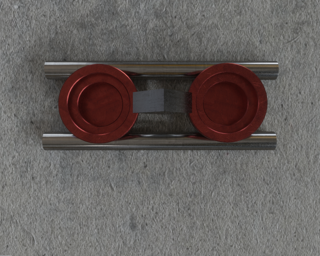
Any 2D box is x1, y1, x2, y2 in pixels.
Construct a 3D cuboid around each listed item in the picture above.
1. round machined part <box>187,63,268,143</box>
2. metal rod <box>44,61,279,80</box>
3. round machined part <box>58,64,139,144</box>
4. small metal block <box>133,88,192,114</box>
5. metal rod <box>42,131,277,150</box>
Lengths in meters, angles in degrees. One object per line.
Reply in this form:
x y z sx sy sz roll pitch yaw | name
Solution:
0.082 -0.031 0.398 0.099 0.042 0.097 0 90 0 | round machined part
0.002 -0.077 0.411 0.302 0.025 0.025 0 90 0 | metal rod
-0.075 -0.030 0.398 0.099 0.042 0.097 0 90 0 | round machined part
0.003 -0.030 0.372 0.050 0.050 0.025 0 89 43 | small metal block
0.000 0.017 0.411 0.302 0.025 0.025 0 90 0 | metal rod
